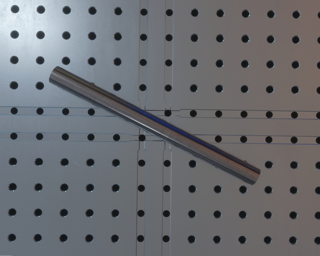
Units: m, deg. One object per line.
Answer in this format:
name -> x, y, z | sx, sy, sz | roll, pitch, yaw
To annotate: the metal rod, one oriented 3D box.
metal rod -> -0.006, -0.003, 0.413 | 0.301, 0.025, 0.025 | 27, 90, -1
